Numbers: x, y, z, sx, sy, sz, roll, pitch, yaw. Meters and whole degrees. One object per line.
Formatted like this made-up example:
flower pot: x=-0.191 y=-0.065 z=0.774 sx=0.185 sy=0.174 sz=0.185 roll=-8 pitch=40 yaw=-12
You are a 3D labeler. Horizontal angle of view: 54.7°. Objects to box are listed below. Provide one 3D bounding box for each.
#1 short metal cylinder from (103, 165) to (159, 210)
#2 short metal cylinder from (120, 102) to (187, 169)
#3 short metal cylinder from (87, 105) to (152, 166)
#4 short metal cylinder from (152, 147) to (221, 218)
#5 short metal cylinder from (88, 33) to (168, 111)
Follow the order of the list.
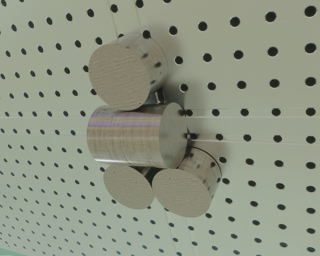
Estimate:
short metal cylinder: x=-0.035 y=0.072 z=0.455 sx=0.080 sy=0.050 sz=0.079 roll=13 pitch=124 yaw=20
short metal cylinder: x=-0.005 y=0.009 z=0.383 sx=0.050 sy=0.080 sz=0.080 roll=0 pitch=119 yaw=28
short metal cylinder: x=-0.050 y=0.009 z=0.406 sx=0.050 sy=0.080 sz=0.080 roll=0 pitch=119 yaw=28
short metal cylinder: x=0.036 y=0.073 z=0.418 sx=0.080 sy=0.050 sz=0.079 roll=13 pitch=124 yaw=20
short metal cylinder: x=-0.037 y=-0.068 z=0.371 sx=0.080 sy=0.050 sz=0.079 roll=13 pitch=124 yaw=20
